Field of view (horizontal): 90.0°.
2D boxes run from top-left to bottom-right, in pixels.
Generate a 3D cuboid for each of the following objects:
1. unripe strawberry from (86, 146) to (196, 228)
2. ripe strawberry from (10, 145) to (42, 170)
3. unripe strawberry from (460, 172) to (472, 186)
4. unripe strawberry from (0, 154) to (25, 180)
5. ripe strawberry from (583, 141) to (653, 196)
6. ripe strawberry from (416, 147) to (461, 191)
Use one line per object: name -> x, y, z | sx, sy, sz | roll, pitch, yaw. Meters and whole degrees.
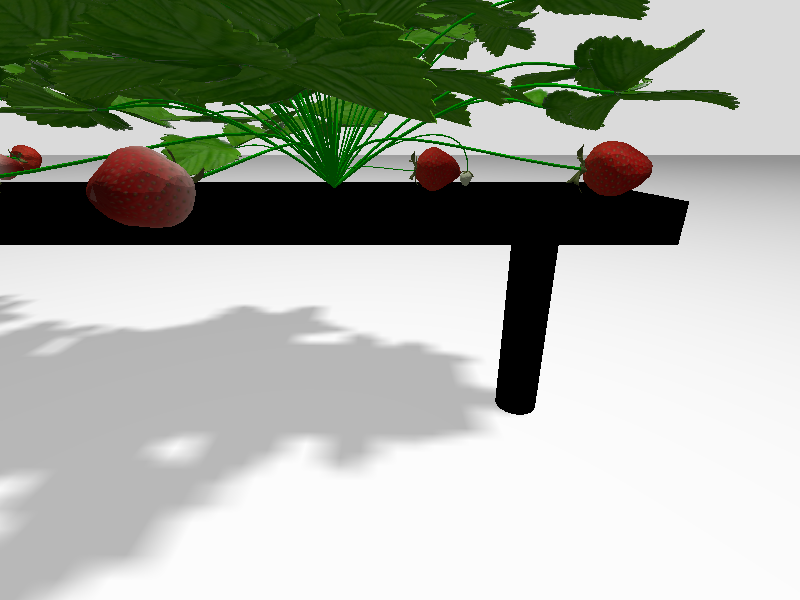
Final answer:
unripe strawberry -> -0.105, -0.045, 0.161 | 0.037, 0.032, 0.037 | 6, 22, 14
ripe strawberry -> -0.512, -0.195, 0.552 | 0.033, 0.035, 0.036 | -1, 21, -1
unripe strawberry -> 0.058, -0.107, 0.353 | 0.010, 0.012, 0.012 | -3, 21, -8
unripe strawberry -> -0.404, -0.137, 0.411 | 0.027, 0.026, 0.025 | -16, 26, -37
ripe strawberry -> 0.142, -0.086, 0.264 | 0.040, 0.035, 0.040 | 8, 23, 19
ripe strawberry -> 0.031, -0.104, 0.317 | 0.034, 0.033, 0.032 | 5, 22, 10
